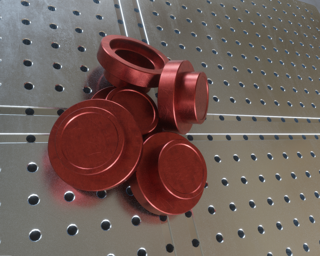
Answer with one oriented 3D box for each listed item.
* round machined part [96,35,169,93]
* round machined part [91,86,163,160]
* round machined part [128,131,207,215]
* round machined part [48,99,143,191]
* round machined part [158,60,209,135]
[{"bbox_3d":[-0.037,-0.081,0.414,0.099,0.042,0.098,19,33,-13],"label":"round machined part"},{"bbox_3d":[-0.041,-0.013,0.383,0.099,0.042,0.098,14,56,-21],"label":"round machined part"},{"bbox_3d":[0.016,0.051,0.360,0.099,0.042,0.098,12,67,-31],"label":"round machined part"},{"bbox_3d":[-0.068,0.016,0.321,0.099,0.042,0.098,0,78,2],"label":"round machined part"},{"bbox_3d":[0.036,-0.040,0.404,0.042,0.098,0.098,4,49,23],"label":"round machined part"}]
